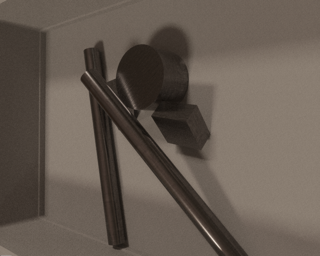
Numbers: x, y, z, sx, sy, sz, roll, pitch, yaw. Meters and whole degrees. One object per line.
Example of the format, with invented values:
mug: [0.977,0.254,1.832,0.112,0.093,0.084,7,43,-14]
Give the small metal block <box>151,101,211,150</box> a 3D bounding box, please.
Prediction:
small metal block: [0.025,-0.003,0.366,0.050,0.050,0.025,11,55,39]

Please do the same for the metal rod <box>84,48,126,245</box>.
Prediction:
metal rod: [-0.086,0.023,0.475,0.025,0.025,0.298,-15,81,39]

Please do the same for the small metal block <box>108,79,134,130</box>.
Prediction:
small metal block: [-0.059,-0.033,0.436,0.050,0.025,0.050,57,163,24]

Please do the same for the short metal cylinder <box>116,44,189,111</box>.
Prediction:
short metal cylinder: [-0.010,-0.062,0.397,0.080,0.050,0.079,0,90,39]

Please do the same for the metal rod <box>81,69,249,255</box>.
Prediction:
metal rod: [0.000,0.043,0.366,0.300,0.025,0.025,50,120,14]
